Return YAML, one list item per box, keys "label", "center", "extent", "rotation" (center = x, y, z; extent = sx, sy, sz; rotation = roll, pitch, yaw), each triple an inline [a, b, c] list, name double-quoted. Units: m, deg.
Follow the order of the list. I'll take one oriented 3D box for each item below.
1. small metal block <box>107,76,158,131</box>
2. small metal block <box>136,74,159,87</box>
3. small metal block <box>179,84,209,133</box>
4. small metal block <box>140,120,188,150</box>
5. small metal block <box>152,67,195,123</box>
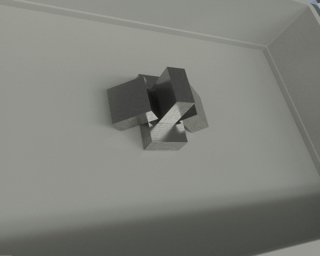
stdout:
- label: "small metal block"
  center: [-0.035, -0.030, 0.385]
  extent: [0.050, 0.025, 0.050]
  rotation: [-18, 65, 11]
- label: "small metal block"
  center: [-0.007, -0.044, 0.425]
  extent: [0.050, 0.025, 0.050]
  rotation: [3, 61, -28]
- label: "small metal block"
  center: [0.042, -0.027, 0.427]
  extent: [0.050, 0.025, 0.050]
  rotation: [37, 37, -58]
- label: "small metal block"
  center: [0.003, 0.001, 0.404]
  extent: [0.050, 0.025, 0.050]
  rotation: [2, 61, -27]
- label: "small metal block"
  center: [0.014, -0.040, 0.386]
  extent: [0.025, 0.050, 0.050]
  rotation: [1, 61, -29]
